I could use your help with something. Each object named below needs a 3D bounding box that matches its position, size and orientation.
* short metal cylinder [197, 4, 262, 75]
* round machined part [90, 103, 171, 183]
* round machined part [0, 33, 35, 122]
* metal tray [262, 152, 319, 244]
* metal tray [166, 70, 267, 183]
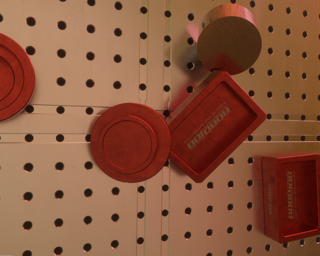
[{"bbox_3d":[0.091,-0.117,0.411,0.080,0.080,0.050,35,36,-17],"label":"short metal cylinder"},{"bbox_3d":[-0.036,0.018,0.372,0.099,0.042,0.097,0,93,4],"label":"round machined part"},{"bbox_3d":[-0.188,-0.053,0.334,0.099,0.042,0.097,0,90,-20],"label":"round machined part"},{"bbox_3d":[0.211,0.107,0.490,0.091,0.030,0.129,-4,91,-20],"label":"metal tray"},{"bbox_3d":[0.064,-0.002,0.413,0.090,0.030,0.130,43,95,-16],"label":"metal tray"}]
